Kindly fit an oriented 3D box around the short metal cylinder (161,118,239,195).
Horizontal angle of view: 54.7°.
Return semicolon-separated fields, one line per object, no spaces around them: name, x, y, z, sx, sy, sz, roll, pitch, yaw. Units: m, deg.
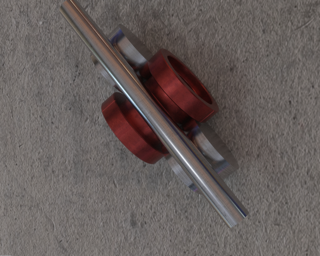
short metal cylinder;0.047;0.030;0.364;0.050;0.080;0.080;-41;78;15

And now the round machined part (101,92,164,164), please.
round machined part;-0.021;-0.007;0.377;0.042;0.098;0.098;-40;78;11

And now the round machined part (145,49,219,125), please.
round machined part;0.021;-0.043;0.364;0.042;0.098;0.098;-42;77;20

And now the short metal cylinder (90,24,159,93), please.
short metal cylinder;-0.041;-0.084;0.394;0.050;0.080;0.080;-41;78;15

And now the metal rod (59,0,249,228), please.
metal rod;-0.015;-0.026;0.330;0.025;0.025;0.300;-42;77;15
